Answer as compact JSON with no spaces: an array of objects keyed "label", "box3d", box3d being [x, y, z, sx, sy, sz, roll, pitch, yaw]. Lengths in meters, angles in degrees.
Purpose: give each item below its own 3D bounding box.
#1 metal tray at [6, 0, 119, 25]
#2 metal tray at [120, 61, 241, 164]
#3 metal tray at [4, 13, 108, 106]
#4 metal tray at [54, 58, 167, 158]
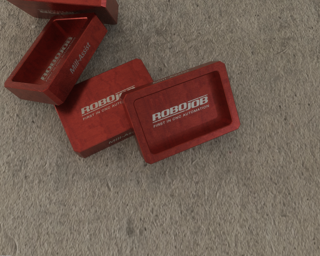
[{"label":"metal tray","box3d":[-0.131,-0.176,0.434,0.131,0.090,0.030,5,95,2]},{"label":"metal tray","box3d":[0.027,-0.021,0.385,0.131,0.030,0.090,-21,105,-11]},{"label":"metal tray","box3d":[-0.138,-0.096,0.415,0.090,0.030,0.130,10,64,33]},{"label":"metal tray","box3d":[-0.065,-0.028,0.415,0.131,0.030,0.090,-26,72,-9]}]
